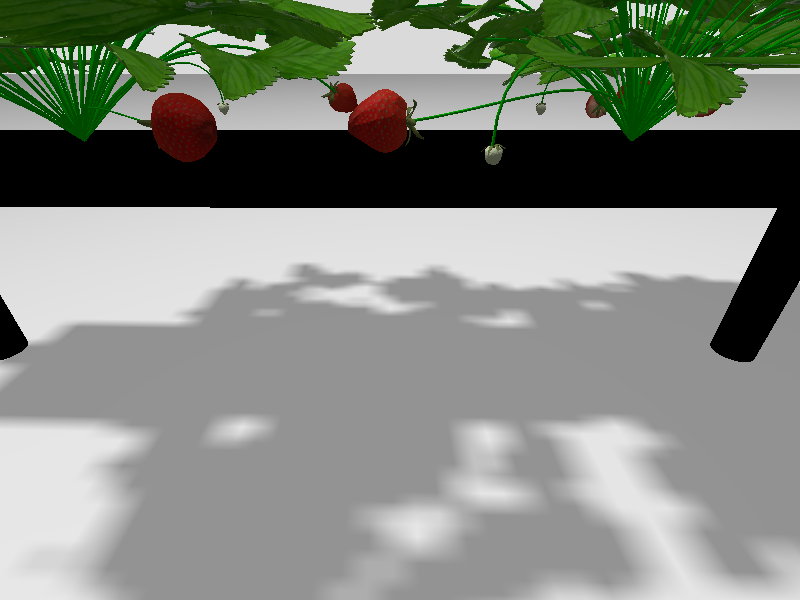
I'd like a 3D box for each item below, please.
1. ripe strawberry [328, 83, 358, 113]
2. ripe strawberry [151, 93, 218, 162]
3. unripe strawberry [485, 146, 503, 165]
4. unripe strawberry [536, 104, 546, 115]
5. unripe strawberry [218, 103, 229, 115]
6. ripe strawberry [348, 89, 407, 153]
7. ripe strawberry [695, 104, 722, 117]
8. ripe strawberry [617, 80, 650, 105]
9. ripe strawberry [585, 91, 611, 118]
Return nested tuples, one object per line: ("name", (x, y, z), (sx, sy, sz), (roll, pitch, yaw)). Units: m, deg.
("ripe strawberry", (-0.068, -0.246, 0.490), (0.037, 0.031, 0.037), (27, 12, 37))
("ripe strawberry", (-0.136, -0.111, 0.260), (0.042, 0.041, 0.039), (17, 35, 25))
("unripe strawberry", (0.055, -0.085, 0.236), (0.010, 0.011, 0.012), (-21, 37, -32))
("unripe strawberry", (0.155, -0.210, 0.440), (0.011, 0.011, 0.010), (-8, 32, -13))
("unripe strawberry", (-0.194, -0.211, 0.442), (0.011, 0.011, 0.010), (14, 33, 22))
("ripe strawberry", (-0.016, -0.127, 0.284), (0.043, 0.042, 0.040), (-6, 31, -9))
("ripe strawberry", (0.344, -0.226, 0.454), (0.038, 0.032, 0.038), (27, 34, 37))
("ripe strawberry", (0.282, -0.244, 0.482), (0.040, 0.043, 0.043), (14, 33, 22))
("ripe strawberry", (0.223, -0.221, 0.452), (0.025, 0.029, 0.027), (6, 31, 10))
